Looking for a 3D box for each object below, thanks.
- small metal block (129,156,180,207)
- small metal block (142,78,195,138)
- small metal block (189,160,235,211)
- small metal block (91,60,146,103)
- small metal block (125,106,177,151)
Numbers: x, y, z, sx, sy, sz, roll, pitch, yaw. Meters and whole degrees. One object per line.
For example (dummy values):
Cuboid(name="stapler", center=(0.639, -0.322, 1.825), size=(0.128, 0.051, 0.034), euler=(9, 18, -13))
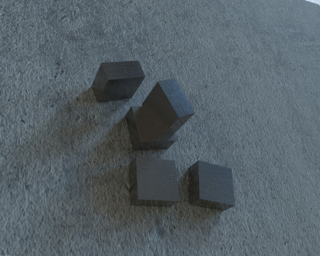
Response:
Cuboid(name="small metal block", center=(-0.008, 0.063, 0.361), size=(0.050, 0.025, 0.050), euler=(9, 58, -24))
Cuboid(name="small metal block", center=(0.009, -0.024, 0.375), size=(0.025, 0.050, 0.050), euler=(-18, 71, -35))
Cuboid(name="small metal block", center=(0.065, 0.074, 0.393), size=(0.050, 0.025, 0.050), euler=(16, 55, -20))
Cuboid(name="small metal block", center=(-0.054, -0.059, 0.394), size=(0.050, 0.050, 0.025), euler=(-12, 68, -33))
Cuboid(name="small metal block", center=(-0.012, 0.000, 0.397), size=(0.050, 0.025, 0.050), euler=(-1, 62, -29))
